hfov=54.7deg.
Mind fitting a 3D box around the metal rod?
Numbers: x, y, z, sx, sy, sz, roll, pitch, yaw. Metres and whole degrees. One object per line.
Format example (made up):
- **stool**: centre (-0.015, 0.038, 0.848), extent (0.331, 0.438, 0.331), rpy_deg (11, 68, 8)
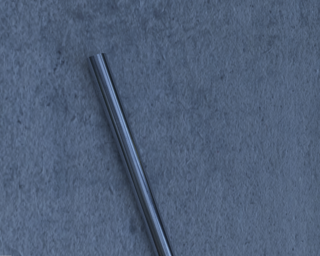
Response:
- **metal rod**: centre (-0.032, 0.053, 0.398), extent (0.025, 0.025, 0.298), rpy_deg (-21, 97, -19)
